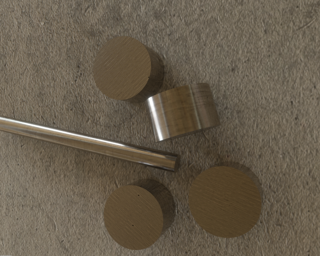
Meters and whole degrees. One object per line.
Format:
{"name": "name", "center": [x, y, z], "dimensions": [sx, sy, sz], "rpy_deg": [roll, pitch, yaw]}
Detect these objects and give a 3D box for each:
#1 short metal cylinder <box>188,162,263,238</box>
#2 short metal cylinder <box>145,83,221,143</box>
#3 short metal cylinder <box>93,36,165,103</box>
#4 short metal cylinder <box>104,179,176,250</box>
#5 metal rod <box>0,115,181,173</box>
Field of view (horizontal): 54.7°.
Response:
{"name": "short metal cylinder", "center": [0.079, 0.082, 0.368], "dimensions": [0.080, 0.050, 0.080], "rpy_deg": [0, 90, 20]}
{"name": "short metal cylinder", "center": [0.027, -0.017, 0.370], "dimensions": [0.080, 0.080, 0.050], "rpy_deg": [-17, 85, 19]}
{"name": "short metal cylinder", "center": [-0.040, -0.075, 0.410], "dimensions": [0.080, 0.050, 0.080], "rpy_deg": [0, 90, 20]}
{"name": "short metal cylinder", "center": [-0.025, 0.110, 0.405], "dimensions": [0.080, 0.050, 0.080], "rpy_deg": [0, 90, 20]}
{"name": "metal rod", "center": [-0.117, 0.019, 0.450], "dimensions": [0.301, 0.025, 0.025], "rpy_deg": [11, 94, 19]}
